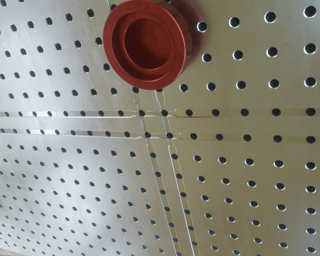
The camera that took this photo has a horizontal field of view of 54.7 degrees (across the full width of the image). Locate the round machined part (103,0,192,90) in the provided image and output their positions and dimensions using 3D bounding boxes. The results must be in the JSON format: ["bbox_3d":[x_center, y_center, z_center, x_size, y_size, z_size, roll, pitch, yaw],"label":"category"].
[{"bbox_3d":[-0.010,-0.095,0.346,0.098,0.042,0.097,13,124,20],"label":"round machined part"}]
